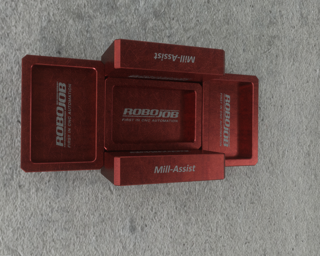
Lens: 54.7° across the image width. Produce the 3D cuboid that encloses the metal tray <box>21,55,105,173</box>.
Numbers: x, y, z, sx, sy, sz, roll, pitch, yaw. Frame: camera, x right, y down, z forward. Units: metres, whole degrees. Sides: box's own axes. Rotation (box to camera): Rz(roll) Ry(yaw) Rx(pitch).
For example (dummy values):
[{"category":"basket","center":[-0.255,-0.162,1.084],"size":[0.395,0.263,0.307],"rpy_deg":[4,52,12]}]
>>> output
[{"category":"metal tray","center":[-0.114,-0.016,0.366],"size":[0.091,0.030,0.129],"rpy_deg":[1,90,-21]}]

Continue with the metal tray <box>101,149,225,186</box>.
[{"category":"metal tray","center":[0.001,0.044,0.375],"size":[0.131,0.090,0.030],"rpy_deg":[0,90,-20]}]

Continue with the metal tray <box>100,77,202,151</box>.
[{"category":"metal tray","center":[-0.010,-0.016,0.405],"size":[0.131,0.030,0.089],"rpy_deg":[1,90,-21]}]

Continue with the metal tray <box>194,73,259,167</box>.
[{"category":"metal tray","center":[0.095,-0.011,0.444],"size":[0.091,0.030,0.129],"rpy_deg":[1,90,-21]}]

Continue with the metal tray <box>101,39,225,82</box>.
[{"category":"metal tray","center":[0.001,-0.076,0.377],"size":[0.131,0.090,0.030],"rpy_deg":[0,90,-20]}]
